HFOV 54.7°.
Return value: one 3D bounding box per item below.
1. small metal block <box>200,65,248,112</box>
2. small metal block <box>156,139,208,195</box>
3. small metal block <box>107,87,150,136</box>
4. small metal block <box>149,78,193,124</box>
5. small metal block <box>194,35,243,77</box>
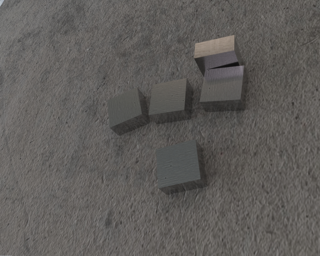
[{"bbox_3d":[0.082,-0.049,0.391,0.050,0.025,0.050,-1,61,27],"label":"small metal block"},{"bbox_3d":[0.025,0.046,0.363,0.050,0.025,0.050,-16,55,19],"label":"small metal block"},{"bbox_3d":[-0.046,-0.023,0.442,0.050,0.025,0.050,-22,53,14],"label":"small metal block"},{"bbox_3d":[0.015,-0.036,0.418,0.050,0.025,0.050,-8,58,24],"label":"small metal block"},{"bbox_3d":[0.077,-0.089,0.402,0.050,0.050,0.025,-6,59,25],"label":"small metal block"}]
